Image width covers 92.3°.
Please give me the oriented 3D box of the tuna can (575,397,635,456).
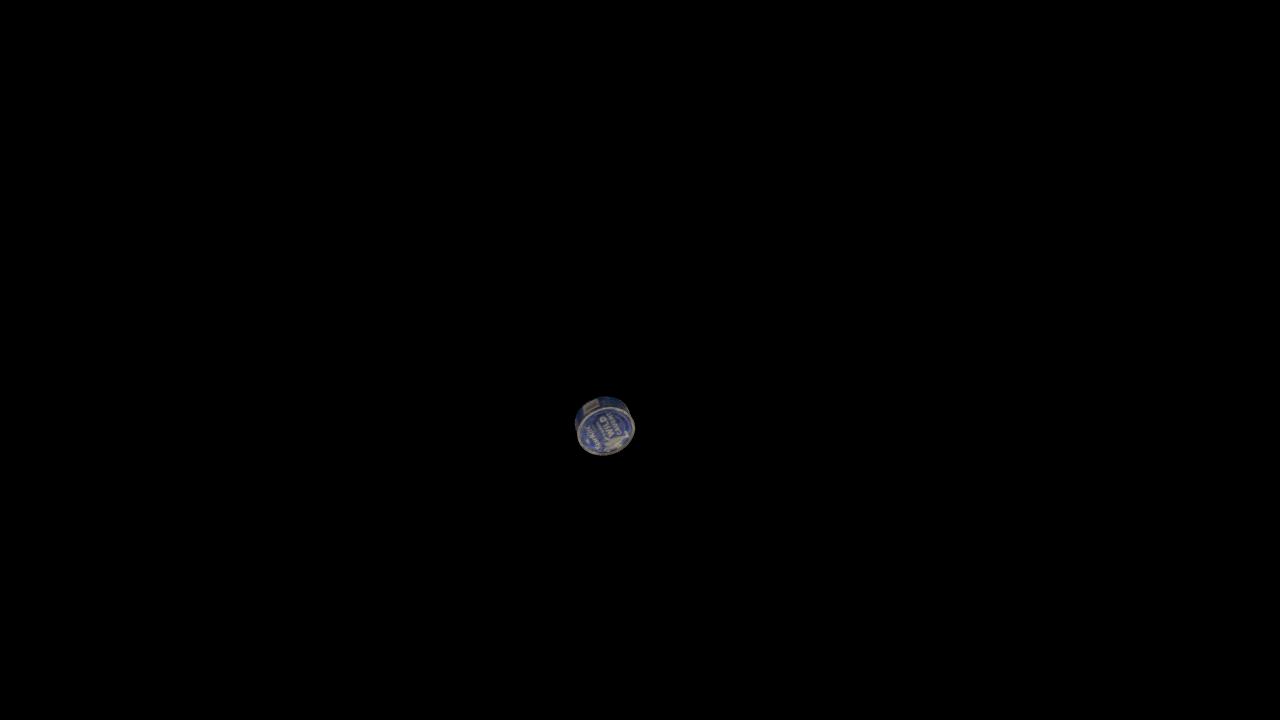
[{"bbox_3d":[-0.052,0.095,0.888,0.084,0.084,0.034,0,29,-16],"label":"tuna can"}]
